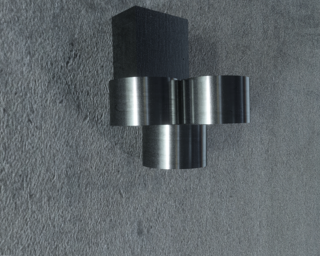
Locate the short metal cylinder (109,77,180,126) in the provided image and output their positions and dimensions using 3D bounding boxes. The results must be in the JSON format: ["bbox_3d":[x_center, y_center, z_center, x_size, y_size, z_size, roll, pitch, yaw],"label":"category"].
[{"bbox_3d":[-0.017,-0.029,0.356,0.081,0.080,0.050,-3,92,-40],"label":"short metal cylinder"}]

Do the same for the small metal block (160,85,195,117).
[{"bbox_3d":[0.022,-0.030,0.411,0.025,0.050,0.050,1,89,-40],"label":"small metal block"}]

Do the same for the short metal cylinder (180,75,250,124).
[{"bbox_3d":[0.062,-0.030,0.358,0.081,0.080,0.050,-3,92,-40],"label":"short metal cylinder"}]

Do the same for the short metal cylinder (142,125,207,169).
[{"bbox_3d":[0.018,0.021,0.386,0.081,0.080,0.050,-1,91,-40],"label":"short metal cylinder"}]

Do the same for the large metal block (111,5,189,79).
[{"bbox_3d":[-0.011,-0.095,0.381,0.081,0.050,0.079,-2,92,-40],"label":"large metal block"}]
